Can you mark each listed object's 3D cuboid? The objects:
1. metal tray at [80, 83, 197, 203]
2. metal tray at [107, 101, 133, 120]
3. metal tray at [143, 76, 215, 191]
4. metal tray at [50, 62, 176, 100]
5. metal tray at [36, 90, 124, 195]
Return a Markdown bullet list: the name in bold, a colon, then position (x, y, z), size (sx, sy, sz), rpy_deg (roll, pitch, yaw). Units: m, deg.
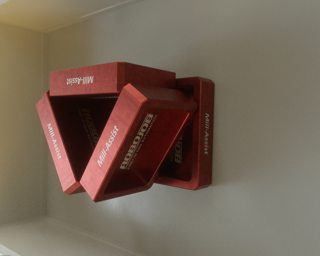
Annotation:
- **metal tray**: position (-0.023, 0.018, 0.341), size (0.030, 0.091, 0.129), rpy_deg (43, 116, 32)
- **metal tray**: position (-0.050, 0.003, 0.445), size (0.090, 0.030, 0.129), rpy_deg (1, 90, 40)
- **metal tray**: position (0.020, 0.005, 0.386), size (0.090, 0.030, 0.129), rpy_deg (2, 90, 40)
- **metal tray**: position (-0.058, -0.052, 0.370), size (0.130, 0.091, 0.030), rpy_deg (3, 92, 40)
- **metal tray**: position (-0.096, 0.015, 0.402), size (0.030, 0.091, 0.130), rpy_deg (-39, 67, 34)
